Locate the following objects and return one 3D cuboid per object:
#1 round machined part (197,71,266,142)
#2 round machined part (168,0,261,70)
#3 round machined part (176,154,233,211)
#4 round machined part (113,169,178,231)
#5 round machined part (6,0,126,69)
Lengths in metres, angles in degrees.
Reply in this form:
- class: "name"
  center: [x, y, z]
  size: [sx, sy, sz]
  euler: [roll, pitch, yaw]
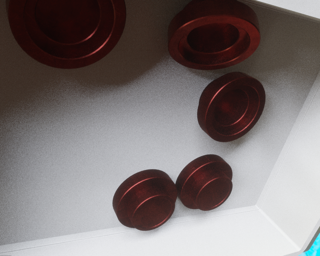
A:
- class: "round machined part"
  center: [0.094, -0.032, 0.431]
  size: [0.099, 0.042, 0.097]
  euler: [-14, 125, -21]
- class: "round machined part"
  center: [0.058, -0.108, 0.342]
  size: [0.099, 0.042, 0.098]
  euler: [-1, 159, 0]
- class: "round machined part"
  center: [0.077, 0.094, 0.501]
  size: [0.099, 0.042, 0.097]
  euler: [-14, 125, -21]
- class: "round machined part"
  center: [-0.017, 0.113, 0.460]
  size: [0.099, 0.042, 0.097]
  euler: [-14, 125, -21]
- class: "round machined part"
  center: [-0.084, -0.106, 0.278]
  size: [0.099, 0.042, 0.097]
  euler: [-18, 139, -17]
